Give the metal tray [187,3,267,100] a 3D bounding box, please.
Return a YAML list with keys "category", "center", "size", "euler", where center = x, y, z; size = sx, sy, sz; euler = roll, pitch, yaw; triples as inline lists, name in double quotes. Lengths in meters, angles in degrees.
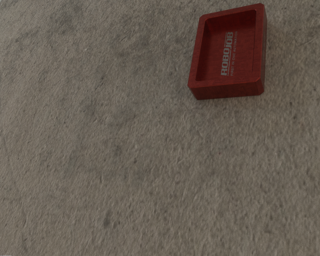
- category: "metal tray"
  center: [0.092, -0.102, 0.414]
  size: [0.090, 0.030, 0.130]
  euler: [-2, 61, 26]
